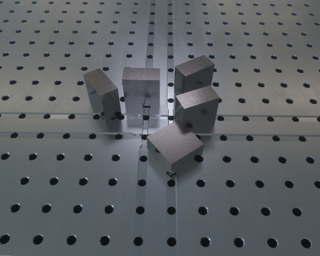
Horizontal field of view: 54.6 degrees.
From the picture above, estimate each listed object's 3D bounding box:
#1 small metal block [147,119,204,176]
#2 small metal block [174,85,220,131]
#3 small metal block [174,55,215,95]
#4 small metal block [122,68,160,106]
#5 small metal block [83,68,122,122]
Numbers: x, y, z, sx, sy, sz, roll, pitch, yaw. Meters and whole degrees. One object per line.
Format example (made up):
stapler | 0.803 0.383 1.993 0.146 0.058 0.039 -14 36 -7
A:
small metal block | 0.019 0.023 0.389 0.050 0.025 0.050 -29 56 -22
small metal block | 0.048 -0.024 0.412 0.050 0.050 0.025 -18 53 -15
small metal block | 0.049 -0.072 0.452 0.050 0.050 0.025 -25 55 -20
small metal block | -0.025 -0.058 0.440 0.050 0.050 0.025 1 50 1
small metal block | -0.079 -0.046 0.430 0.025 0.050 0.050 -28 56 -21
